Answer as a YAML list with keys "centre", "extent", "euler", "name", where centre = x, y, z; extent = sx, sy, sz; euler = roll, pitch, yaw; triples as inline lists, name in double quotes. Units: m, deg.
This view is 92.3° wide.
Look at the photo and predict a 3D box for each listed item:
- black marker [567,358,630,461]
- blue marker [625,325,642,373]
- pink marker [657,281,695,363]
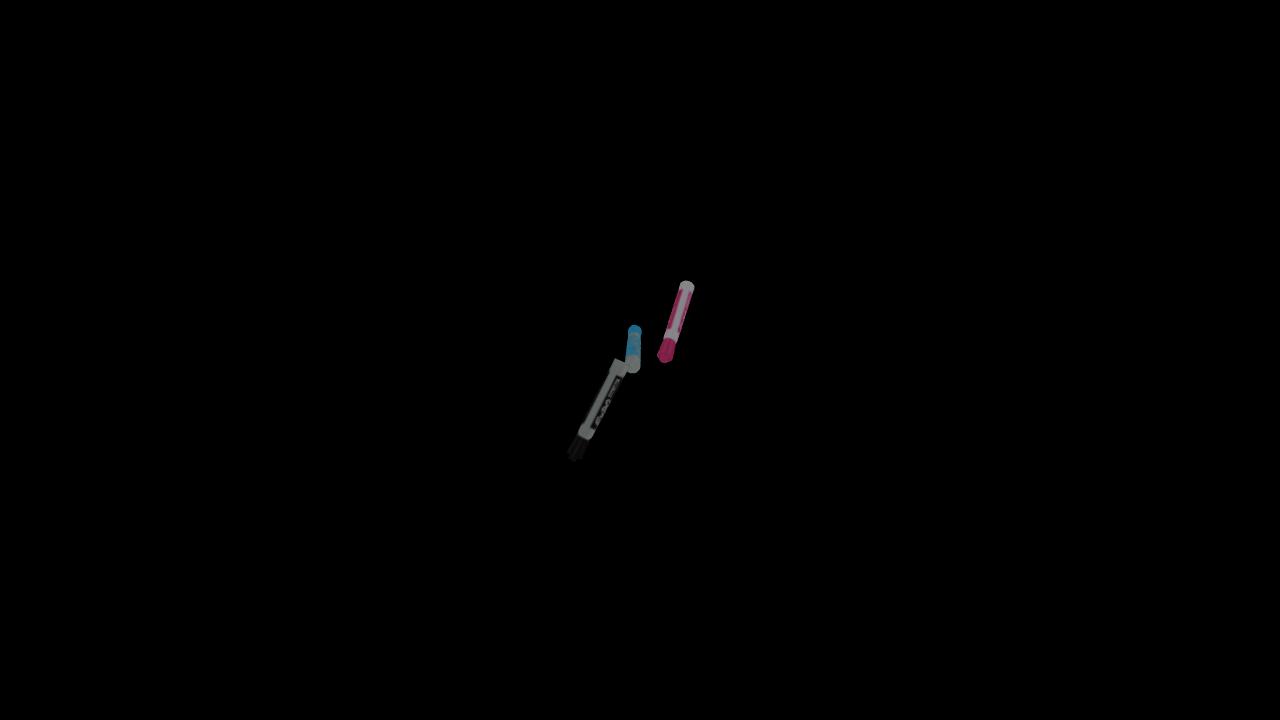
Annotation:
- centre: [-0.047, 0.056, 0.672]
  extent: [0.020, 0.121, 0.020]
  euler: [28, 1, -1]
  name: "black marker"
- centre: [-0.008, -0.016, 0.771]
  extent: [0.020, 0.020, 0.121]
  euler: [0, 24, 1]
  name: "blue marker"
- centre: [0.043, -0.046, 0.737]
  extent: [0.020, 0.121, 0.020]
  euler: [13, -34, 9]
  name: "pink marker"
